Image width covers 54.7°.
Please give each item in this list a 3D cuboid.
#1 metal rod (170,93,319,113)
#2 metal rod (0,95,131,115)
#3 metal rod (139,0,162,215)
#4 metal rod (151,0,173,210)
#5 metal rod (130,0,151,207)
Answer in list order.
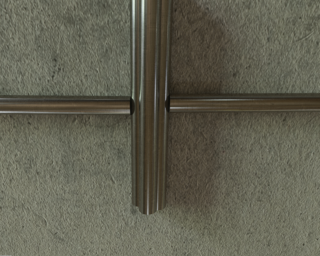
[{"bbox_3d":[0.164,-0.033,0.401,0.302,0.025,0.025,0,110,-1],"label":"metal rod"},{"bbox_3d":[-0.189,-0.030,0.397,0.302,0.025,0.025,0,110,-1],"label":"metal rod"},{"bbox_3d":[-0.013,-0.026,0.380,0.025,0.025,0.298,1,110,-1],"label":"metal rod"},{"bbox_3d":[0.000,-0.026,0.402,0.025,0.025,0.298,1,110,-1],"label":"metal rod"},{"bbox_3d":[-0.025,-0.032,0.400,0.025,0.025,0.298,1,110,-1],"label":"metal rod"}]
